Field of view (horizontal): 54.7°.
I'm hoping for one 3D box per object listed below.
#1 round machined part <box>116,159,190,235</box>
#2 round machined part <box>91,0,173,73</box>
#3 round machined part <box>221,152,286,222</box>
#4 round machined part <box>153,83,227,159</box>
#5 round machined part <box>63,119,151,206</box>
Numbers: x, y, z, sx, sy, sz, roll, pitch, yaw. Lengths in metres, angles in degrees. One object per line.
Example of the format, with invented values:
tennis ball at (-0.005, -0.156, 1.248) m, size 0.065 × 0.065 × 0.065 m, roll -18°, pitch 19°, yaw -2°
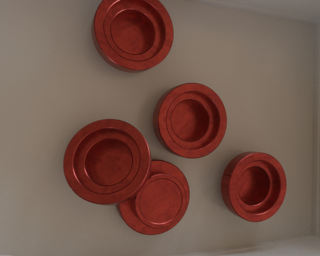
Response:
round machined part at (-0.006, 0.090, 0.401) m, size 0.099 × 0.042 × 0.097 m, roll 0°, pitch 90°, yaw -21°
round machined part at (-0.036, -0.118, 0.389) m, size 0.099 × 0.042 × 0.097 m, roll 0°, pitch 90°, yaw -21°
round machined part at (0.131, 0.083, 0.452) m, size 0.099 × 0.042 × 0.097 m, roll 0°, pitch 90°, yaw -21°
round machined part at (0.037, -0.009, 0.416) m, size 0.099 × 0.042 × 0.097 m, roll 0°, pitch 90°, yaw -21°
round machined part at (-0.059, 0.042, 0.366) m, size 0.099 × 0.042 × 0.098 m, roll -1°, pitch 72°, yaw 3°
